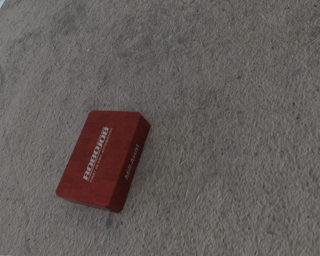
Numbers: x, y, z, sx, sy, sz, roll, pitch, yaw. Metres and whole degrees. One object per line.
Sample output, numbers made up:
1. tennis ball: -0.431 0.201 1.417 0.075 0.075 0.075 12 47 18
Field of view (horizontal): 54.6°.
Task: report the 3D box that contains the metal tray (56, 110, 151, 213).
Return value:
1. metal tray: -0.075 0.040 0.417 0.090 0.030 0.130 4 63 30
